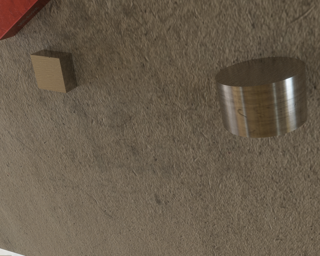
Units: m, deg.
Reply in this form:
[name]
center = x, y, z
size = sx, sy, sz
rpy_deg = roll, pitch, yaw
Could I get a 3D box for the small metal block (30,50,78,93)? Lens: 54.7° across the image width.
[small metal block]
center = -0.148, -0.080, 0.436
size = 0.050, 0.025, 0.050
rpy_deg = 12, 123, 22

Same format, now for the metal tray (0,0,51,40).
[metal tray]
center = -0.197, -0.182, 0.395
size = 0.130, 0.030, 0.090
rpy_deg = -22, 107, 36

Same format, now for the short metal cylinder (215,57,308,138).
[short metal cylinder]
center = 0.098, -0.032, 0.300
size = 0.080, 0.080, 0.050
rpy_deg = 0, 118, 28
